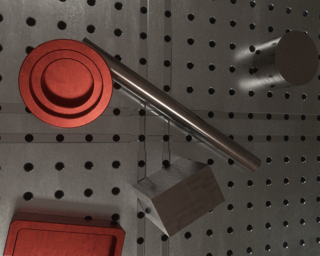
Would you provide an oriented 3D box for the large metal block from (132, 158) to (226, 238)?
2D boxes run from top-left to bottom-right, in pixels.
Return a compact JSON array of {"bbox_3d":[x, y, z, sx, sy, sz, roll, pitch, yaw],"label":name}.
[{"bbox_3d":[0.020,0.082,0.392,0.081,0.080,0.050,-28,100,-18],"label":"large metal block"}]

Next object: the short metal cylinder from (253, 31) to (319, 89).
[{"bbox_3d":[0.191,-0.101,0.472,0.081,0.050,0.079,0,90,-20],"label":"short metal cylinder"}]

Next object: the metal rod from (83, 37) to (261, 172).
[{"bbox_3d":[0.022,-0.022,0.421,0.301,0.025,0.025,33,79,-18],"label":"metal rod"}]

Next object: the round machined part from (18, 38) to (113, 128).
[{"bbox_3d":[-0.105,-0.053,0.355,0.099,0.042,0.097,-4,108,-11],"label":"round machined part"}]

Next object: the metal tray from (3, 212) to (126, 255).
[{"bbox_3d":[-0.115,0.155,0.368,0.131,0.030,0.090,12,86,-20],"label":"metal tray"}]
